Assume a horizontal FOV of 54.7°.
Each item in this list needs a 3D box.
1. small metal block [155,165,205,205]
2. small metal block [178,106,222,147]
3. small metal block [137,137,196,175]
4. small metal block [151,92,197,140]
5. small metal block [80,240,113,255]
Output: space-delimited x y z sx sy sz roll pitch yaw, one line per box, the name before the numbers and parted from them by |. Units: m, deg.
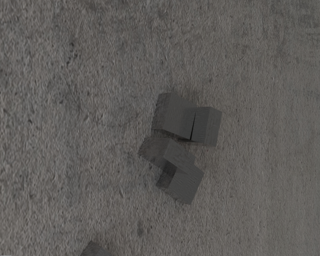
small metal block | 0.029 0.071 0.429 0.050 0.025 0.050 42 65 -32
small metal block | 0.055 -0.002 0.434 0.025 0.050 0.050 19 78 -39
small metal block | 0.009 0.035 0.395 0.050 0.050 0.025 37 67 -34
small metal block | 0.020 -0.015 0.421 0.050 0.025 0.050 22 76 -38
small metal block | -0.071 0.164 0.345 0.050 0.025 0.050 52 60 -28
